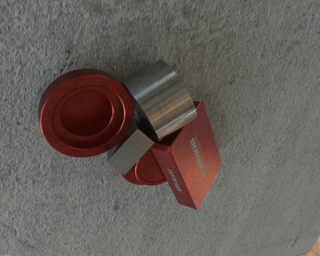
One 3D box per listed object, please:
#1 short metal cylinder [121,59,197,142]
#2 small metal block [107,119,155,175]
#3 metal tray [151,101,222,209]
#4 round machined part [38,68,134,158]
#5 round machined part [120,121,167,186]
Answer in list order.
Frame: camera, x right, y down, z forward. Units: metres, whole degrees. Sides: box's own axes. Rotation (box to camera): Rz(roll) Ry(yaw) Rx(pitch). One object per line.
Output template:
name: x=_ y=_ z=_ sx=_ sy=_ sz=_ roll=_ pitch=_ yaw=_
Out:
short metal cylinder: x=-0.002 y=-0.031 z=0.355 sx=0.050 sy=0.080 sz=0.080 roll=-33 pitch=129 yaw=-7
small metal block: x=-0.035 y=0.021 z=0.364 sx=0.025 sy=0.050 sz=0.050 roll=41 pitch=95 yaw=-15
metal tray: x=0.042 y=0.038 z=0.424 sx=0.090 sy=0.030 sz=0.130 roll=-54 pitch=137 yaw=-32
round machined part: x=-0.082 y=-0.019 z=0.341 sx=0.099 sy=0.042 sz=0.097 roll=-14 pitch=125 yaw=-21
round machined part: x=-0.009 y=0.038 z=0.418 sx=0.099 sy=0.042 sz=0.097 roll=-14 pitch=125 yaw=-21
